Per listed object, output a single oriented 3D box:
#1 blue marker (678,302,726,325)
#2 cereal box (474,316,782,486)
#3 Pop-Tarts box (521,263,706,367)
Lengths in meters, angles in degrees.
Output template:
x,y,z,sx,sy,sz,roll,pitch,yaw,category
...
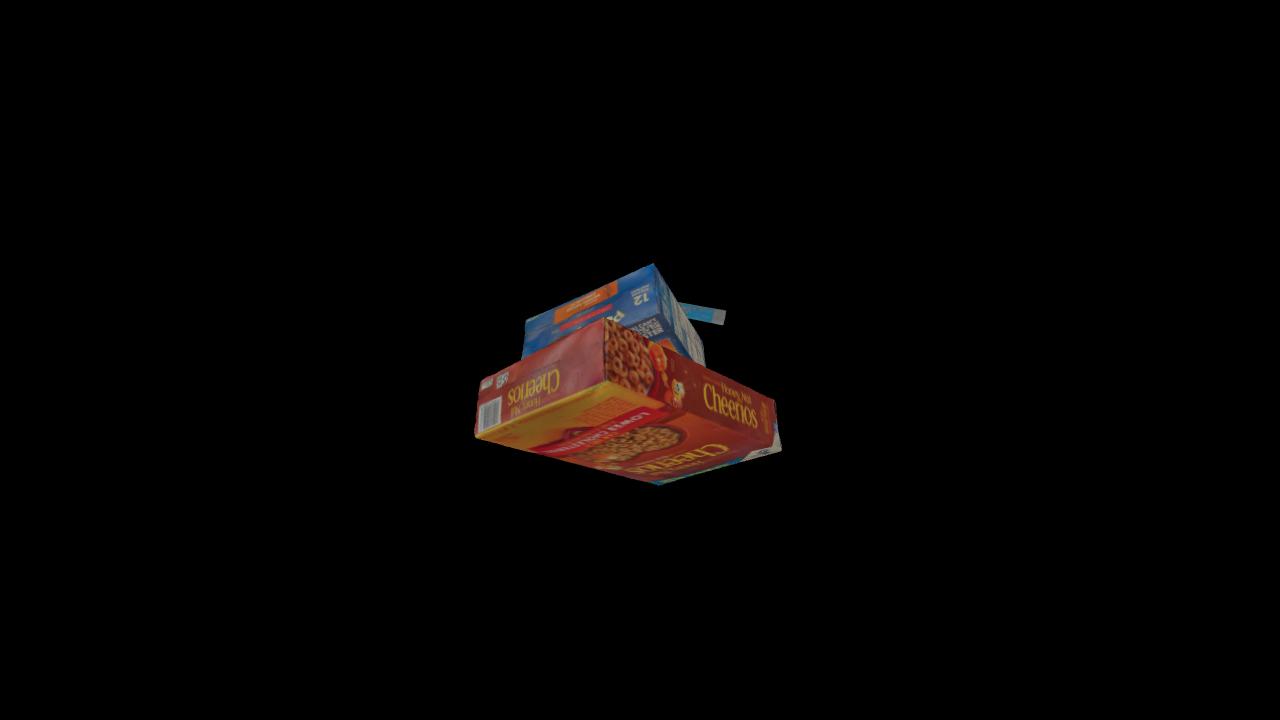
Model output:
x,y,z,sx,sy,sz,roll,pitch,yaw,category
0.045,-0.063,0.759,0.121,0.020,0.020,11,1,4,blue marker
-0.003,0.067,0.709,0.203,0.081,0.306,-23,-34,36,cereal box
-0.025,-0.007,0.700,0.167,0.083,0.141,-22,-45,16,Pop-Tarts box
